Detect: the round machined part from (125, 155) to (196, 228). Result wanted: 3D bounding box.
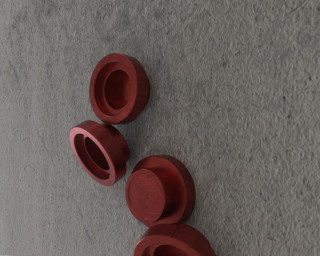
[{"bbox_3d":[-0.006,0.085,0.399,0.098,0.042,0.097,0,90,40],"label":"round machined part"}]

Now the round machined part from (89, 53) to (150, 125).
[{"bbox_3d":[-0.053,-0.053,0.438,0.098,0.042,0.097,0,90,40],"label":"round machined part"}]

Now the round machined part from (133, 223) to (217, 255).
[{"bbox_3d":[0.022,0.151,0.360,0.098,0.042,0.097,10,116,22],"label":"round machined part"}]

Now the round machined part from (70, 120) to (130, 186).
[{"bbox_3d":[-0.082,0.031,0.444,0.098,0.042,0.097,28,136,31],"label":"round machined part"}]
